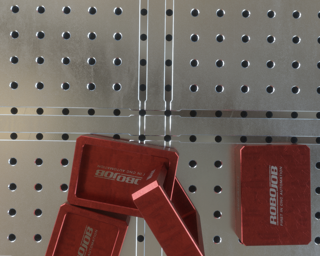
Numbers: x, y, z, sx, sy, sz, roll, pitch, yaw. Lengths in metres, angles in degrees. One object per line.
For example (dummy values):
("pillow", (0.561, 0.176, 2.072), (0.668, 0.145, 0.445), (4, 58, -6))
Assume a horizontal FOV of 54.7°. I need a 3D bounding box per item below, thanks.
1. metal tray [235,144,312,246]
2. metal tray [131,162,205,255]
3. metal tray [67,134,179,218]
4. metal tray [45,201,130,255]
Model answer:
("metal tray", (0.149, 0.087, 0.413), (0.091, 0.030, 0.129), (-1, 90, -1))
("metal tray", (0.013, 0.092, 0.360), (0.030, 0.130, 0.090), (-31, 90, 6))
("metal tray", (-0.047, 0.063, 0.402), (0.131, 0.030, 0.089), (10, 93, 4))
("metal tray", (-0.101, 0.169, 0.409), (0.090, 0.030, 0.129), (17, 90, -1))
